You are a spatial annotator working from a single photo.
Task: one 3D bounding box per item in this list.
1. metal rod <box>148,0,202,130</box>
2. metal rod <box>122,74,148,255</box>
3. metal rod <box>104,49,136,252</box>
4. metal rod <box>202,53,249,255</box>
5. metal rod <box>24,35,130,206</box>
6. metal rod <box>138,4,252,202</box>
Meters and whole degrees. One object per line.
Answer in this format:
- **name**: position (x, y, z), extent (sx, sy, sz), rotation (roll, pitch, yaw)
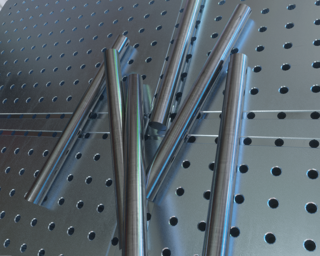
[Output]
- **metal rod**: position (0.035, -0.134, 0.473), extent (0.025, 0.025, 0.300), rotation (2, 62, 29)
- **metal rod**: position (-0.031, 0.037, 0.375), extent (0.025, 0.025, 0.300), rotation (-20, 45, 17)
- **metal rod**: position (-0.055, 0.008, 0.421), extent (0.025, 0.025, 0.299), rotation (-20, 58, 16)
- **metal rod**: position (0.073, 0.041, 0.345), extent (0.025, 0.025, 0.300), rotation (-1, 61, 28)
- **metal rod**: position (-0.122, -0.024, 0.488), extent (0.025, 0.025, 0.300), rotation (12, 68, 33)
- **metal rod**: position (0.051, -0.044, 0.409), extent (0.025, 0.025, 0.300), rotation (18, 71, 35)
